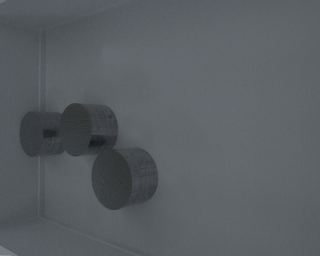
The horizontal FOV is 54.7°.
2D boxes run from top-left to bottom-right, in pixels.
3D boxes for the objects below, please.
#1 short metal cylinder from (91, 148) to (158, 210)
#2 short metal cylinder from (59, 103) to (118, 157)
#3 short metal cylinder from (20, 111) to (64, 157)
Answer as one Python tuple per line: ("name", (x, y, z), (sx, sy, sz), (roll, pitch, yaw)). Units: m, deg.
("short metal cylinder", (-0.049, 0.068, 0.429), (0.080, 0.050, 0.079), (0, 90, 39))
("short metal cylinder", (-0.111, 0.003, 0.479), (0.080, 0.050, 0.079), (0, 90, 39))
("short metal cylinder", (-0.209, 0.010, 0.559), (0.080, 0.050, 0.079), (0, 90, 39))
